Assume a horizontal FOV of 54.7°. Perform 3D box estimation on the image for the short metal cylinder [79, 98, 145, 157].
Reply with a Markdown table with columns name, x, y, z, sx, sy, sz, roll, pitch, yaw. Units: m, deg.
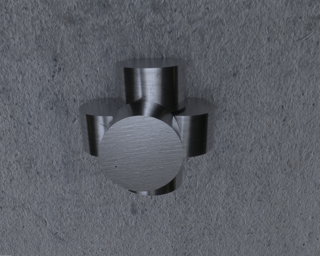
| name | x | y | z | sx | sy | sz | roll | pitch | yaw |
| --- | --- | --- | --- | --- | --- | --- | --- | --- | --- |
| short metal cylinder | -0.055 | -0.003 | 0.380 | 0.081 | 0.080 | 0.050 | -1 | 110 | 0 |

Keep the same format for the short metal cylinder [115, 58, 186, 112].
| name | x | y | z | sx | sy | sz | roll | pitch | yaw |
| --- | --- | --- | --- | --- | --- | --- | --- | --- | --- |
| short metal cylinder | -0.010 | -0.052 | 0.362 | 0.081 | 0.080 | 0.050 | -2 | 110 | 0 |

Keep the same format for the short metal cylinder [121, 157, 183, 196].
| name | x | y | z | sx | sy | sz | roll | pitch | yaw |
| --- | --- | --- | --- | --- | --- | --- | --- | --- | --- |
| short metal cylinder | -0.010 | 0.043 | 0.397 | 0.081 | 0.080 | 0.050 | 0 | 110 | -1 |

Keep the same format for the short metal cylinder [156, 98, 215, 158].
| name | x | y | z | sx | sy | sz | roll | pitch | yaw |
| --- | --- | --- | --- | --- | --- | --- | --- | --- | --- |
| short metal cylinder | 0.026 | -0.004 | 0.381 | 0.081 | 0.080 | 0.050 | 0 | 110 | 0 |

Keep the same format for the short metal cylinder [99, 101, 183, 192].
| name | x | y | z | sx | sy | sz | roll | pitch | yaw |
| --- | --- | --- | --- | --- | --- | --- | --- | --- | --- |
| short metal cylinder | -0.018 | 0.017 | 0.318 | 0.081 | 0.050 | 0.079 | 0 | 110 | -1 |
